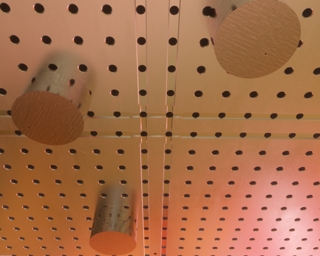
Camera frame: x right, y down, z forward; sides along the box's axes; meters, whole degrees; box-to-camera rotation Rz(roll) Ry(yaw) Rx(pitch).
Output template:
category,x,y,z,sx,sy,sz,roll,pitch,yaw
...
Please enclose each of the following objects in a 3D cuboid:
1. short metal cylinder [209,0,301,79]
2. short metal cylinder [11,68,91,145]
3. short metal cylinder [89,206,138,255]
category,x,y,z,sx,sy,sz,roll,pitch,yaw
short metal cylinder,0.092,-0.097,0.313,0.081,0.050,0.079,0,130,0
short metal cylinder,-0.128,-0.025,0.373,0.081,0.050,0.079,0,130,0
short metal cylinder,-0.081,0.183,0.550,0.081,0.050,0.079,0,130,0
